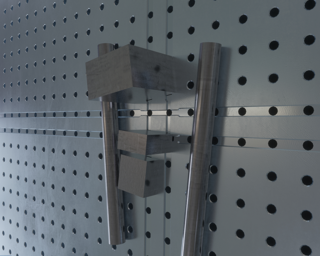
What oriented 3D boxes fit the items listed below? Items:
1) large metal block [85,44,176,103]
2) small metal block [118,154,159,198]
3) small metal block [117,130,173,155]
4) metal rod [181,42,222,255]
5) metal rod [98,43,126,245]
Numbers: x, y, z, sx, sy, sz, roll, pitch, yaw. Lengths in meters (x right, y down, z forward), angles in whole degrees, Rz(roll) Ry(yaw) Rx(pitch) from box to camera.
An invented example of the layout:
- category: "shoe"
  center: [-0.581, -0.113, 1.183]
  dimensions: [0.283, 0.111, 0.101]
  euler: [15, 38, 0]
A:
- category: "large metal block"
  center: [-0.038, -0.066, 0.405]
  dimensions: [0.080, 0.081, 0.050]
  euler: [-10, 84, 39]
- category: "small metal block"
  center: [-0.031, 0.065, 0.435]
  dimensions: [0.050, 0.025, 0.050]
  euler: [10, 96, 39]
- category: "small metal block"
  center: [-0.020, 0.018, 0.409]
  dimensions: [0.050, 0.050, 0.025]
  euler: [9, 96, 39]
- category: "metal rod"
  center: [0.047, 0.051, 0.370]
  dimensions: [0.025, 0.025, 0.298]
  euler: [8, 95, 39]
- category: "metal rod"
  center: [-0.074, 0.022, 0.469]
  dimensions: [0.025, 0.025, 0.298]
  euler: [-7, 86, 40]
